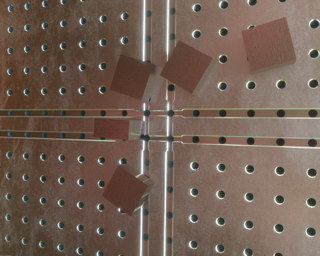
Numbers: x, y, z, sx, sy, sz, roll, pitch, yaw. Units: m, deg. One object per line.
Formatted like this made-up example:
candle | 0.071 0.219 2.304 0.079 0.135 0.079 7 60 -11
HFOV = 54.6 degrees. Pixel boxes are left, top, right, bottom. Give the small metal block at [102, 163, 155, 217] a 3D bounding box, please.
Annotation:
small metal block | -0.043 0.084 0.428 0.050 0.025 0.050 31 100 17

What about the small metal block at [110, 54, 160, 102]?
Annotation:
small metal block | -0.035 -0.068 0.425 0.050 0.025 0.050 20 97 19

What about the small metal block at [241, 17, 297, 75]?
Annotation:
small metal block | 0.128 -0.096 0.367 0.050 0.025 0.050 -13 86 19

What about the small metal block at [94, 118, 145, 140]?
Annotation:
small metal block | -0.054 0.001 0.419 0.050 0.050 0.025 4 92 20

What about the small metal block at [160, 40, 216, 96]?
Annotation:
small metal block | 0.036 -0.077 0.400 0.050 0.025 0.050 33 101 17
